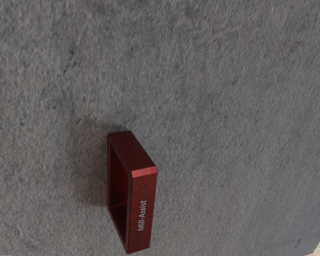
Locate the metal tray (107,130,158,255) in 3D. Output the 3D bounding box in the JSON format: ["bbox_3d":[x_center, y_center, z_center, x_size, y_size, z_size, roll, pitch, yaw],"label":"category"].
[{"bbox_3d":[-0.040,0.080,0.391,0.030,0.090,0.129,-9,122,-24],"label":"metal tray"}]
